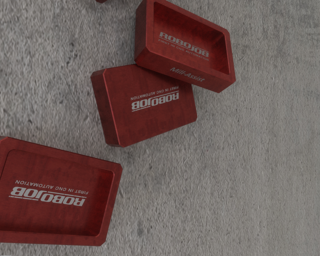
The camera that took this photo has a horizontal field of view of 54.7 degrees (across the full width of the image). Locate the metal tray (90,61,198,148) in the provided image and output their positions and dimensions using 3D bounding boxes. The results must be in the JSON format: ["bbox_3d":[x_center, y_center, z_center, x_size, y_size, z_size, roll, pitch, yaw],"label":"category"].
[{"bbox_3d":[-0.014,-0.037,0.389,0.131,0.030,0.089,-19,102,-38],"label":"metal tray"}]

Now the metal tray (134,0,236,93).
[{"bbox_3d":[0.033,-0.105,0.393,0.131,0.030,0.090,14,60,-28],"label":"metal tray"}]

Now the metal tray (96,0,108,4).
[{"bbox_3d":[-0.049,-0.219,0.359,0.130,0.030,0.090,-51,120,-28],"label":"metal tray"}]

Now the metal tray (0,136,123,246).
[{"bbox_3d":[-0.107,0.067,0.311,0.131,0.030,0.090,20,77,-38],"label":"metal tray"}]
